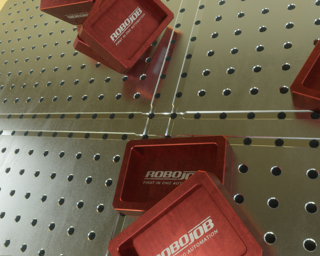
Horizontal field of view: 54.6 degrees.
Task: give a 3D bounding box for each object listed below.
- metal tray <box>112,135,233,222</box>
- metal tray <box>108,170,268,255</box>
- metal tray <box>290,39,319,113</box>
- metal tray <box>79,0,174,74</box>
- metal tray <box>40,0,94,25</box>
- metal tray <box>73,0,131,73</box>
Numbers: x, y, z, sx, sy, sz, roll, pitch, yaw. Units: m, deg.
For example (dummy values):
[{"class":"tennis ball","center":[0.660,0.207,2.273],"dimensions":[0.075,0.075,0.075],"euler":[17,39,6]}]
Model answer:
[{"class":"metal tray","center":[0.015,0.057,0.362],"dimensions":[0.130,0.030,0.090],"euler":[-4,60,26]},{"class":"metal tray","center":[0.021,0.114,0.296],"dimensions":[0.130,0.030,0.090],"euler":[-41,64,13]},{"class":"metal tray","center":[0.214,-0.071,0.335],"dimensions":[0.090,0.030,0.130],"euler":[26,76,37]},{"class":"metal tray","center":[-0.048,-0.159,0.478],"dimensions":[0.130,0.090,0.030],"euler":[-55,15,-22]},{"class":"metal tray","center":[-0.146,-0.227,0.581],"dimensions":[0.130,0.090,0.030],"euler":[5,90,31]},{"class":"metal tray","center":[-0.073,-0.166,0.507],"dimensions":[0.030,0.090,0.130],"euler":[-26,41,60]}]
